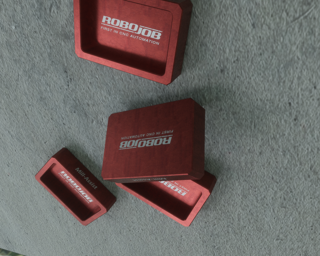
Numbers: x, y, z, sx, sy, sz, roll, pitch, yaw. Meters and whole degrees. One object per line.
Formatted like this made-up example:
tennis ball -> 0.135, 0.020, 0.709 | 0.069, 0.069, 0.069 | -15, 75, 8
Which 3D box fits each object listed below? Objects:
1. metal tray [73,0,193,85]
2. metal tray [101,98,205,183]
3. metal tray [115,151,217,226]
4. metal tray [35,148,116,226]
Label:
metal tray -> -0.035, -0.111, 0.353 | 0.130, 0.030, 0.089 | 20, 126, 16
metal tray -> -0.010, 0.019, 0.384 | 0.130, 0.090, 0.030 | -9, 157, 32
metal tray -> 0.004, 0.077, 0.448 | 0.130, 0.030, 0.089 | 29, 128, 9
metal tray -> -0.151, 0.107, 0.548 | 0.130, 0.030, 0.090 | 46, 129, -5
